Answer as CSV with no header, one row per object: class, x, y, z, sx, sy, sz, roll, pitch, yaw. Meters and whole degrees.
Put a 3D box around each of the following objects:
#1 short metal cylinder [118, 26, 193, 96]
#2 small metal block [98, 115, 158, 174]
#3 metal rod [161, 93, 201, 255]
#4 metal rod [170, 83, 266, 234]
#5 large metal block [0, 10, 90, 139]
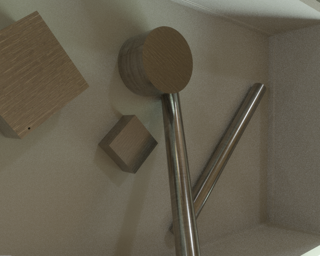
short metal cylinder,-0.005,-0.081,0.388,0.081,0.050,0.079,0,90,-40
small metal block,-0.038,0.019,0.377,0.050,0.025,0.050,-53,121,-27
metal rod,0.024,0.080,0.343,0.025,0.025,0.299,24,47,-38
metal rod,0.103,0.038,0.495,0.025,0.025,0.301,50,60,-29
large metal block,-0.128,-0.046,0.284,0.080,0.050,0.080,-47,118,-30
